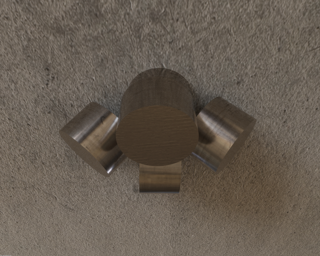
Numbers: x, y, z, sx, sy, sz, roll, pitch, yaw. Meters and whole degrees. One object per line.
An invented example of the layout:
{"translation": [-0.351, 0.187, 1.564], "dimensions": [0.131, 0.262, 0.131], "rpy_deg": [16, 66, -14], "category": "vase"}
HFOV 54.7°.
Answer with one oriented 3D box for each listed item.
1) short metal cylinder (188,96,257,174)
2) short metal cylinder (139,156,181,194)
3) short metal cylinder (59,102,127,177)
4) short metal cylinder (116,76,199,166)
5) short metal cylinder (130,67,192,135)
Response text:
{"translation": [0.071, 0.009, 0.374], "dimensions": [0.050, 0.081, 0.079], "rpy_deg": [37, 131, 20], "category": "short metal cylinder"}
{"translation": [-0.001, 0.047, 0.411], "dimensions": [0.050, 0.080, 0.079], "rpy_deg": [1, 130, -2], "category": "short metal cylinder"}
{"translation": [-0.075, 0.015, 0.377], "dimensions": [0.080, 0.050, 0.080], "rpy_deg": [35, 158, 17], "category": "short metal cylinder"}
{"translation": [-0.003, -0.006, 0.321], "dimensions": [0.081, 0.050, 0.079], "rpy_deg": [0, 130, 0], "category": "short metal cylinder"}
{"translation": [0.000, -0.025, 0.371], "dimensions": [0.081, 0.050, 0.079], "rpy_deg": [0, 130, 0], "category": "short metal cylinder"}
